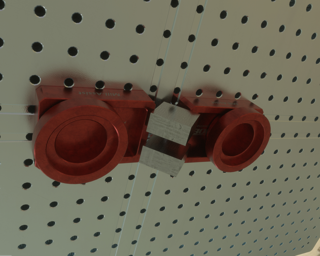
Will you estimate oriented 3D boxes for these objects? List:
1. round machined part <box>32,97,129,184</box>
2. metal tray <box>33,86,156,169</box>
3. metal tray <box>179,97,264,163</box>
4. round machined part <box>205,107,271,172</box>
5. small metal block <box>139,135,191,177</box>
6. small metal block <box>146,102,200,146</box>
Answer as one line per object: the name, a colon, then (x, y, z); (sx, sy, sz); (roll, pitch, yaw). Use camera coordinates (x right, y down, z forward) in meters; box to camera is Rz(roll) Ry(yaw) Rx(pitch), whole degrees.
round machined part: (-0.088, 0.010, 0.342); (0.099, 0.042, 0.097); (-14, 124, -21)
metal tray: (-0.078, 0.000, 0.367); (0.131, 0.030, 0.089); (-1, 121, -28)
metal tray: (0.081, 0.004, 0.455); (0.131, 0.030, 0.089); (0, 118, -29)
round machined part: (0.108, 0.013, 0.450); (0.099, 0.042, 0.097); (-14, 124, -21)
small metal block: (0.007, 0.032, 0.400); (0.050, 0.050, 0.025); (20, 115, 11)
small metal block: (0.017, -0.007, 0.382); (0.050, 0.050, 0.025); (20, 115, 11)
